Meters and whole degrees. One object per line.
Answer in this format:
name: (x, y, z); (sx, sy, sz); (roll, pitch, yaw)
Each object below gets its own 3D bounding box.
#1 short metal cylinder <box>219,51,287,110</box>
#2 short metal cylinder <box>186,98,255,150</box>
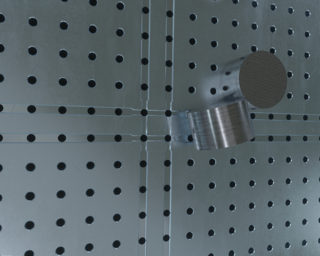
short metal cylinder: (0.134, -0.067, 0.449); (0.081, 0.050, 0.079); (0, 90, -20)
short metal cylinder: (0.080, -0.006, 0.413); (0.081, 0.080, 0.050); (-16, 96, -19)
